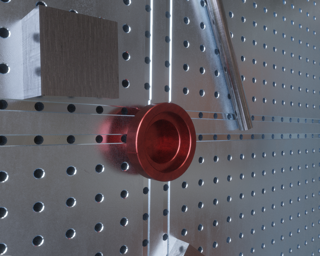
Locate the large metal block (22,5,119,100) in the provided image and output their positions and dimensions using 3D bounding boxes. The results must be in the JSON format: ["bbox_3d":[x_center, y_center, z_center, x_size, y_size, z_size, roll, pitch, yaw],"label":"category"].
[{"bbox_3d":[-0.091,-0.070,0.317,0.081,0.050,0.079,-2,92,-40],"label":"large metal block"}]

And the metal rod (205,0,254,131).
[{"bbox_3d":[0.103,-0.137,0.494,0.025,0.025,0.298,-30,109,-36],"label":"metal rod"}]

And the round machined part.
[{"bbox_3d":[-0.003,0.017,0.396,0.099,0.042,0.097,0,90,-40],"label":"round machined part"}]

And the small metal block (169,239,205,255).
[{"bbox_3d":[0.035,0.195,0.439,0.050,0.025,0.050,46,62,-30],"label":"small metal block"}]
